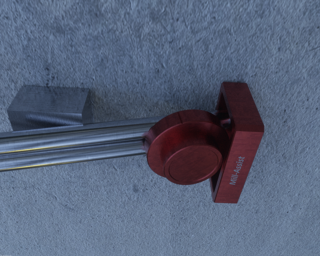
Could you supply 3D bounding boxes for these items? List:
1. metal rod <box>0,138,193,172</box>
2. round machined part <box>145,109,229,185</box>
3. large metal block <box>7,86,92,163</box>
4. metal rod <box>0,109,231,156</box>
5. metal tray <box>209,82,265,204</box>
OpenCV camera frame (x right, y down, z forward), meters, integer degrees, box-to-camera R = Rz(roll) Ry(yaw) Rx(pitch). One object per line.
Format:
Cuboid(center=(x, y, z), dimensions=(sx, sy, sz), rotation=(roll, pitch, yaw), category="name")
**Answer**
Cuboid(center=(-0.067, 0.026, 0.371), dimensions=(0.302, 0.025, 0.025), rotation=(-6, 131, -12), category="metal rod")
Cuboid(center=(0.034, 0.029, 0.359), dimensions=(0.099, 0.042, 0.097), rotation=(-8, 133, -8), category="round machined part")
Cuboid(center=(-0.129, -0.003, 0.383), dimensions=(0.081, 0.050, 0.079), rotation=(2, 130, -3), category="large metal block")
Cuboid(center=(-0.065, 0.005, 0.353), dimensions=(0.302, 0.025, 0.025), rotation=(-6, 131, -12), category="metal rod")
Cuboid(center=(0.086, 0.020, 0.384), dimensions=(0.030, 0.090, 0.129), rotation=(3, 130, -3), category="metal tray")
